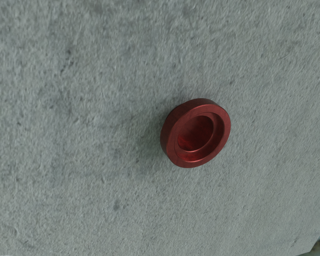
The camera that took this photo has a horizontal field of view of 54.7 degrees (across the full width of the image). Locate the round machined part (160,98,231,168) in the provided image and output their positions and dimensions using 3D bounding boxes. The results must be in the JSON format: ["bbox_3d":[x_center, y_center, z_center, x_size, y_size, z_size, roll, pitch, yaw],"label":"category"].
[{"bbox_3d":[0.044,0.003,0.424,0.099,0.042,0.097,-14,125,-21],"label":"round machined part"}]
